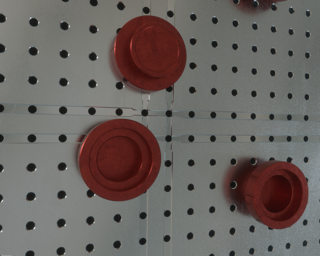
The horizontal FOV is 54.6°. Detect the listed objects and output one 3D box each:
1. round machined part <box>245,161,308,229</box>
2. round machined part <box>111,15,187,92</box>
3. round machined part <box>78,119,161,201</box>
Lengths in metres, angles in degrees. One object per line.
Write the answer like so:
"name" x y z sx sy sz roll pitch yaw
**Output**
"round machined part" 0.169 0.097 0.466 0.099 0.042 0.097 0 90 -20
"round machined part" -0.010 -0.097 0.399 0.099 0.042 0.097 0 90 -20
"round machined part" -0.052 0.037 0.384 0.099 0.042 0.097 0 90 -20
